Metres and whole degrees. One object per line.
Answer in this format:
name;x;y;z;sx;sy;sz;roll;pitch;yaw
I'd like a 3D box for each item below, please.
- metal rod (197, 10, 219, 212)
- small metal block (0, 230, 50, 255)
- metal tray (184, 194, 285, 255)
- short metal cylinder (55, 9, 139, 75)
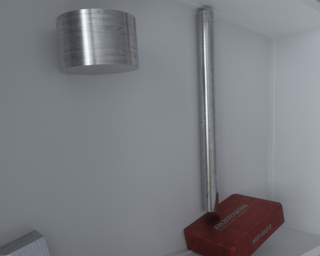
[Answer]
metal rod;0.073;-0.024;0.469;0.025;0.025;0.298;-3;92;-40
small metal block;-0.133;0.135;0.296;0.050;0.025;0.050;-20;103;-38
metal tray;0.111;0.145;0.460;0.131;0.090;0.030;-22;104;-38
short metal cylinder;-0.063;-0.085;0.319;0.081;0.080;0.050;-7;95;-40
